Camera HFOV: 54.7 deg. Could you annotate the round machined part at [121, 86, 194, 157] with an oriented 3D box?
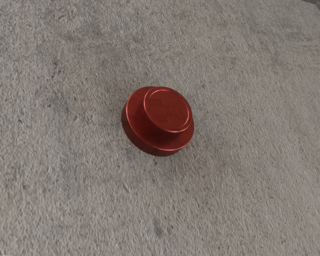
[{"bbox_3d":[0.003,-0.015,0.406,0.099,0.042,0.098,14,56,-21],"label":"round machined part"}]
